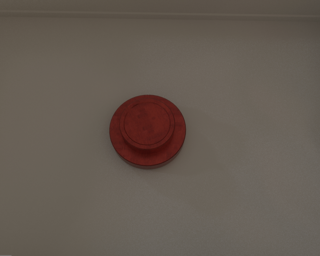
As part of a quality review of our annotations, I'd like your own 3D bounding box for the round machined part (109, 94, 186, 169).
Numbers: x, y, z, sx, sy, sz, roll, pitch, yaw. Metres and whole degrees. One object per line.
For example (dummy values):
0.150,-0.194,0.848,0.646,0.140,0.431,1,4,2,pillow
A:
-0.016,0.001,0.396,0.099,0.042,0.098,0,70,-1,round machined part
